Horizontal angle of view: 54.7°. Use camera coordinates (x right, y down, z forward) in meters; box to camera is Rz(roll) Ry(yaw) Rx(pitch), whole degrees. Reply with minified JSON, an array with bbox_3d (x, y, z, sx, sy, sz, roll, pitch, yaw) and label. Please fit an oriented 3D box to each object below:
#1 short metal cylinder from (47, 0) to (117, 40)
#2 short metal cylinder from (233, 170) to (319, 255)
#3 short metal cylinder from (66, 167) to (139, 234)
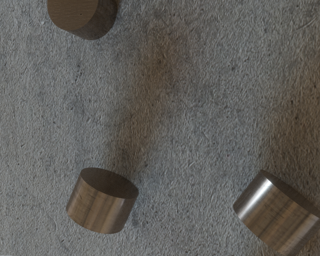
[{"bbox_3d":[-0.108,-0.169,0.434,0.080,0.050,0.080,0,90,20],"label":"short metal cylinder"},{"bbox_3d":[0.127,0.090,0.335,0.080,0.080,0.050,38,102,16],"label":"short metal cylinder"},{"bbox_3d":[-0.075,0.093,0.406,0.080,0.080,0.050,27,99,18],"label":"short metal cylinder"}]
